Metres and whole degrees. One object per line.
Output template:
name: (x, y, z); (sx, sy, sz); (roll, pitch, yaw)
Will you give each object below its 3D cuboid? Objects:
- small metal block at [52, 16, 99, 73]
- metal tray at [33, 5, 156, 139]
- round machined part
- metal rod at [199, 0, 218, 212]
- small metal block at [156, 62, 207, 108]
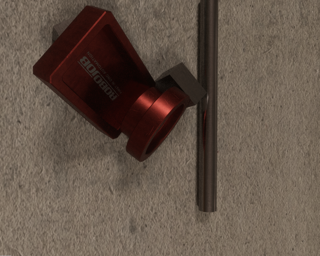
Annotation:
small metal block: (-0.099, -0.093, 0.359); (0.025, 0.050, 0.050); (-33, 101, -18)
metal tray: (-0.062, -0.054, 0.342); (0.090, 0.030, 0.130); (-54, 147, -12)
round machined part: (-0.010, -0.010, 0.373); (0.042, 0.098, 0.098); (37, 77, 10)
metal rod: (0.068, -0.034, 0.435); (0.025, 0.025, 0.298); (0, 90, -20)
small metal block: (0.025, -0.052, 0.404); (0.050, 0.050, 0.025); (48, 67, -14)
